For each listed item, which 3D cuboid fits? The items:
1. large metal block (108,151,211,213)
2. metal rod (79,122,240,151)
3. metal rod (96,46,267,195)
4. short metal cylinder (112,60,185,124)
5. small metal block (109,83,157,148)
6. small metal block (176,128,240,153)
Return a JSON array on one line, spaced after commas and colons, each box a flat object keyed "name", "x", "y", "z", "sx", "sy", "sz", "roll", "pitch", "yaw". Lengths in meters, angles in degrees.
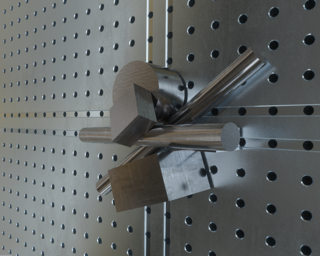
[{"name": "large metal block", "x": -0.001, "y": 0.061, "z": 0.368, "sx": 0.080, "sy": 0.081, "sz": 0.050, "roll": -23, "pitch": 76, "yaw": 38}, {"name": "metal rod", "x": -0.030, "y": 0.010, "z": 0.383, "sx": 0.299, "sy": 0.025, "sz": 0.025, "roll": -1, "pitch": 89, "yaw": 53}, {"name": "metal rod", "x": 0.007, "y": 0.008, "z": 0.400, "sx": 0.299, "sy": 0.025, "sz": 0.025, "roll": -41, "pitch": 65, "yaw": 32}, {"name": "short metal cylinder", "x": -0.016, "y": -0.043, "z": 0.401, "sx": 0.080, "sy": 0.050, "sz": 0.080, "roll": -1, "pitch": 89, "yaw": 40}, {"name": "small metal block", "x": -0.032, "y": -0.014, "z": 0.355, "sx": 0.050, "sy": 0.025, "sz": 0.050, "roll": -43, "pitch": 42, "yaw": 32}, {"name": "small metal block", "x": 0.054, "y": 0.012, "z": 0.344, "sx": 0.050, "sy": 0.050, "sz": 0.025, "roll": 0, "pitch": 90, "yaw": 41}]
